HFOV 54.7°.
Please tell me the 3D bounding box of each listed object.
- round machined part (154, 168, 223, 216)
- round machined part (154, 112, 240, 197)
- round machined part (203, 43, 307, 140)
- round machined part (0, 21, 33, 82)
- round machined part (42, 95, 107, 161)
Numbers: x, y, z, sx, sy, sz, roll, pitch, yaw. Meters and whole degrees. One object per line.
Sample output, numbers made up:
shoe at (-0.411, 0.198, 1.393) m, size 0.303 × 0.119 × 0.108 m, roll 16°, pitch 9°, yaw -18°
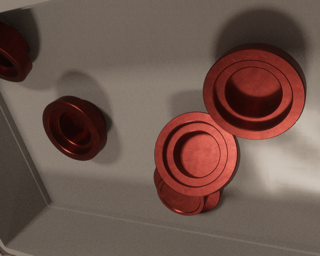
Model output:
round machined part at (0.035, 0.082, 0.429) m, size 0.098 × 0.042 × 0.097 m, roll 13°, pitch 124°, yaw 20°
round machined part at (0.046, 0.032, 0.372) m, size 0.098 × 0.042 × 0.097 m, roll -3°, pitch 81°, yaw 22°
round machined part at (0.098, -0.040, 0.321) m, size 0.098 × 0.042 × 0.097 m, roll 13°, pitch 124°, yaw 20°
round machined part at (-0.222, -0.110, 0.427) m, size 0.098 × 0.042 × 0.098 m, roll 17°, pitch 155°, yaw 9°
round machined part at (-0.119, -0.003, 0.456) m, size 0.098 × 0.042 × 0.097 m, roll 13°, pitch 124°, yaw 20°
